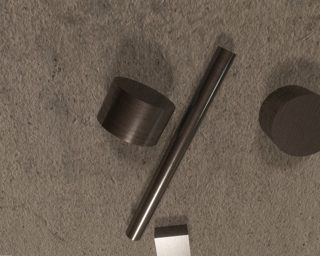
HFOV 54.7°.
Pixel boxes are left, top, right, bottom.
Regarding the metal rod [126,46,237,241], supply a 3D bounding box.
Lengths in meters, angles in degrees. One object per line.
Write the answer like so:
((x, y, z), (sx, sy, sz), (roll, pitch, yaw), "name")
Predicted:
((0.021, 0.033, 0.422), (0.025, 0.025, 0.298), (23, 108, -9), "metal rod")

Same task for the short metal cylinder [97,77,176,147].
((-0.028, -0.021, 0.373), (0.080, 0.080, 0.050), (25, 108, -9), "short metal cylinder")

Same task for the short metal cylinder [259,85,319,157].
((0.174, -0.010, 0.395), (0.081, 0.050, 0.079), (0, 110, -1), "short metal cylinder")

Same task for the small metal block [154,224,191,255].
((0.020, 0.179, 0.476), (0.050, 0.025, 0.050), (-7, 110, 2), "small metal block")
